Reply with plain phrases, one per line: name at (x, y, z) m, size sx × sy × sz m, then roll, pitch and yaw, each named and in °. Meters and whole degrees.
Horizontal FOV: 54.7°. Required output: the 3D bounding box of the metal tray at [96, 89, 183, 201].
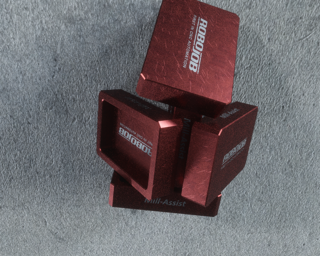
metal tray at (-0.031, 0.013, 0.364) m, size 0.030 × 0.130 × 0.089 m, roll -9°, pitch 115°, yaw -36°

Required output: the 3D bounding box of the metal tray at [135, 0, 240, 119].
metal tray at (0.034, -0.082, 0.332) m, size 0.091 × 0.130 × 0.030 m, roll 17°, pitch 150°, yaw -7°

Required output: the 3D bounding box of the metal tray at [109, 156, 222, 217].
metal tray at (0.006, 0.070, 0.402) m, size 0.131 × 0.090 × 0.030 m, roll 7°, pitch 110°, yaw -3°

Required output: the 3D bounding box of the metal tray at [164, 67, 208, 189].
metal tray at (0.026, -0.004, 0.375) m, size 0.030 × 0.090 × 0.129 m, roll 7°, pitch 110°, yaw -3°

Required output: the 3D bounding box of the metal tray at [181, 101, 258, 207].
metal tray at (0.075, 0.024, 0.368) m, size 0.030 × 0.131 × 0.089 m, roll 18°, pitch 113°, yaw 29°
